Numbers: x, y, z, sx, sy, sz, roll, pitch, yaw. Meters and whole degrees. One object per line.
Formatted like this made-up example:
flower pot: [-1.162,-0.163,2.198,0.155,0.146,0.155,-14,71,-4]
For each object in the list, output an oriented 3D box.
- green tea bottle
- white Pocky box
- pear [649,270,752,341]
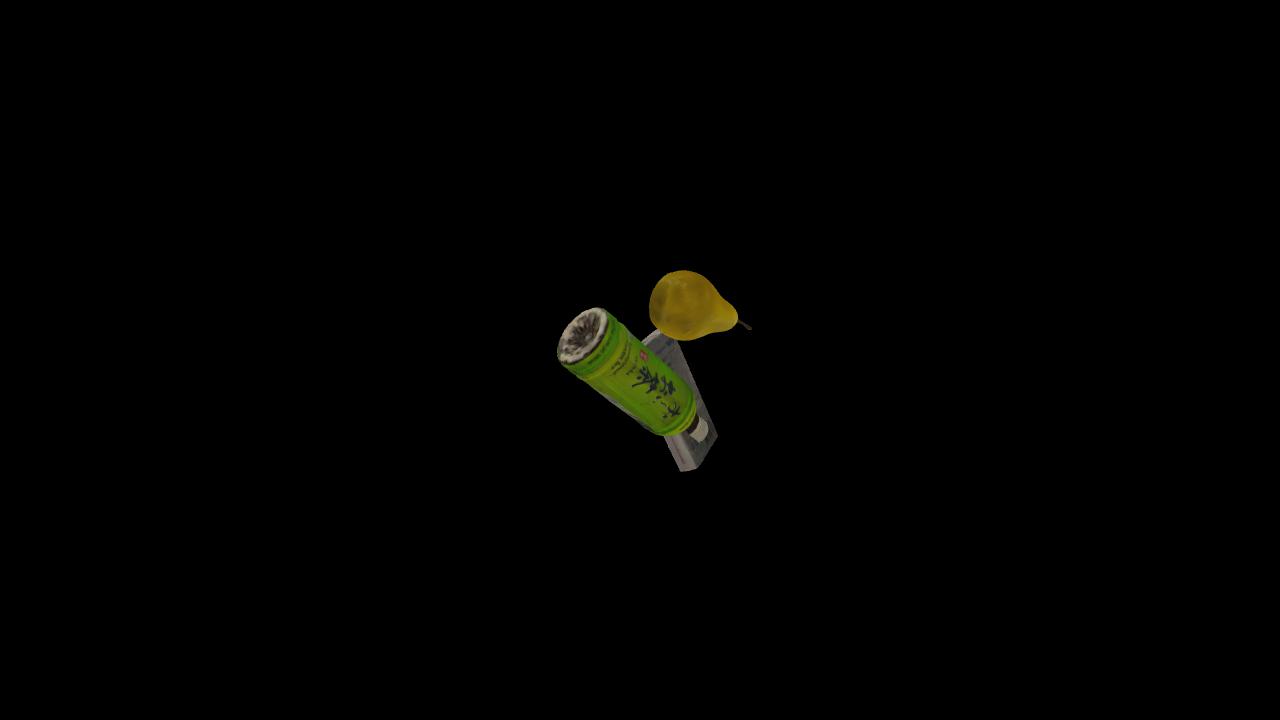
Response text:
green tea bottle: [0.004,0.030,0.658,0.073,0.073,0.212,0,-32,43]
white Pocky box: [0.041,0.044,0.718,0.028,0.154,0.084,-17,14,32]
pear: [0.068,-0.055,0.659,0.111,0.080,0.080,8,-4,-28]
